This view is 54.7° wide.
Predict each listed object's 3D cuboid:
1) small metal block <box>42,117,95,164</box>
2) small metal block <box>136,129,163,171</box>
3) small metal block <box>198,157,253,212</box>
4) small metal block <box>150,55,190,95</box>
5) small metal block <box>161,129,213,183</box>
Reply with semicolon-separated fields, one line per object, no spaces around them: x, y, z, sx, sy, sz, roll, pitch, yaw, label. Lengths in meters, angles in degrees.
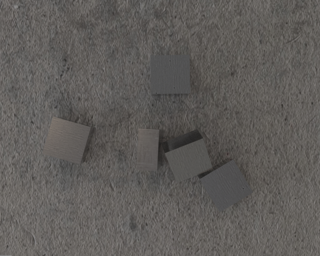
-0.120;0.016;0.409;0.050;0.025;0.050;16;90;0;small metal block
-0.012;0.026;0.396;0.025;0.050;0.050;3;90;6;small metal block
0.086;0.074;0.411;0.050;0.025;0.050;-31;90;0;small metal block
0.013;-0.069;0.410;0.050;0.025;0.050;-1;90;0;small metal block
0.035;0.036;0.400;0.050;0.025;0.050;-22;119;0;small metal block
